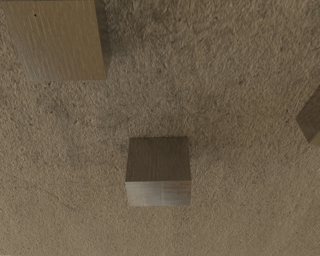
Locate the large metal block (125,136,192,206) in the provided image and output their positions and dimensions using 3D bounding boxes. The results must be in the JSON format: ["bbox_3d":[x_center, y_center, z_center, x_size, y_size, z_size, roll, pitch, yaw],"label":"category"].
[{"bbox_3d":[-0.001,0.057,0.420,0.080,0.080,0.050,-1,130,1],"label":"large metal block"}]

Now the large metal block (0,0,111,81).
[{"bbox_3d":[-0.096,-0.095,0.309,0.081,0.050,0.079,-1,130,0],"label":"large metal block"}]

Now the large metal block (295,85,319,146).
[{"bbox_3d":[0.231,-0.017,0.378,0.081,0.050,0.079,12,129,-11],"label":"large metal block"}]
